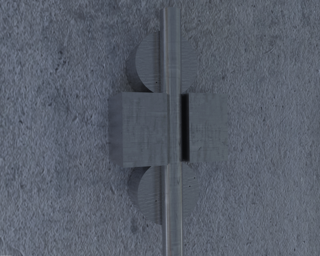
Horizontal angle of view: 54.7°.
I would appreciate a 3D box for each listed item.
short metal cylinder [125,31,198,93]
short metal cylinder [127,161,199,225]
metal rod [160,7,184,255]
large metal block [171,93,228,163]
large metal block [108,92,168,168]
[{"bbox_3d":[0.001,-0.078,0.397,0.081,0.050,0.080,0,90,-20],"label":"short metal cylinder"},{"bbox_3d":[0.003,0.078,0.399,0.081,0.050,0.080,0,90,-20],"label":"short metal cylinder"},{"bbox_3d":[0.014,0.013,0.362,0.025,0.025,0.298,-1,90,-20],"label":"metal rod"},{"bbox_3d":[0.043,-0.001,0.397,0.050,0.080,0.080,-1,90,-20],"label":"large metal block"},{"bbox_3d":[-0.029,0.001,0.370,0.050,0.080,0.080,-1,90,-20],"label":"large metal block"}]
